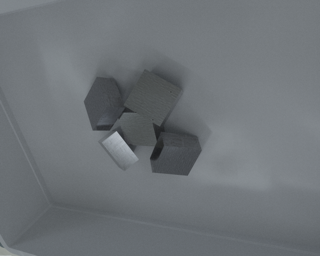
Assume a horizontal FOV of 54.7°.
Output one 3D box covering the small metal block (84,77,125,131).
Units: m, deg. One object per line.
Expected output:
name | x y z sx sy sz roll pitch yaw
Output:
small metal block | -0.075 -0.031 0.410 0.050 0.025 0.050 -50 52 40

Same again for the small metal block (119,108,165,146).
small metal block | -0.024 -0.004 0.416 0.050 0.025 0.050 2 119 27

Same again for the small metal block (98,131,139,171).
small metal block | -0.061 0.032 0.443 0.050 0.025 0.050 53 166 -10

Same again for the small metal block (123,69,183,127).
small metal block | -0.007 -0.035 0.373 0.050 0.025 0.050 31 91 8

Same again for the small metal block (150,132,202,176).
small metal block | 0.019 0.035 0.403 0.050 0.025 0.050 8 130 -18
